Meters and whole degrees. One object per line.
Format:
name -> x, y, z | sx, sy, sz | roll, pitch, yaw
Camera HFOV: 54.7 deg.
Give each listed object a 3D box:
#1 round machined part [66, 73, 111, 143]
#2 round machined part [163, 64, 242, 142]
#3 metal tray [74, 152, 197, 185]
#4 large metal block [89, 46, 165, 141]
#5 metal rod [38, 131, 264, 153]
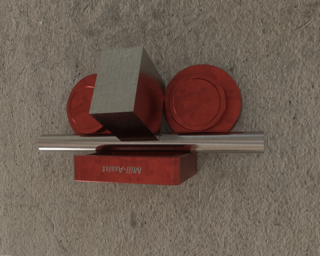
round machined part -> -0.088, -0.027, 0.429 | 0.098, 0.042, 0.097 | 0, 90, 19
round machined part -> 0.050, -0.030, 0.382 | 0.098, 0.042, 0.097 | 0, 90, 19
metal tray -> -0.027, 0.046, 0.384 | 0.130, 0.090, 0.030 | -1, 90, 19
large metal block -> -0.033, -0.036, 0.363 | 0.050, 0.080, 0.080 | -2, 66, 19
metal rod -> -0.025, 0.019, 0.396 | 0.301, 0.025, 0.025 | -1, 90, 19
